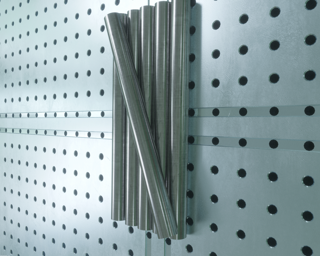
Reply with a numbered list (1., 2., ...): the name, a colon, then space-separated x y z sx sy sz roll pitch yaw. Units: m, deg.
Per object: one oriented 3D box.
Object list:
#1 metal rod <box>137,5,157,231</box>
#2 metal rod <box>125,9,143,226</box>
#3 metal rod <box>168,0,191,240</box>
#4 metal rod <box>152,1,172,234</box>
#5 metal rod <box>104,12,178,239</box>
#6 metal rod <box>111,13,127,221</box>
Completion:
1. metal rod: -0.017 -0.013 0.423 0.025 0.025 0.298 1 91 40
2. metal rod: -0.035 -0.014 0.439 0.025 0.025 0.298 1 91 40
3. metal rod: 0.024 -0.012 0.391 0.025 0.025 0.298 2 91 40
4. metal rod: 0.004 -0.013 0.408 0.025 0.025 0.298 1 91 40
5. metal rod: -0.028 -0.013 0.401 0.025 0.025 0.299 -24 75 37
6. metal rod: -0.058 -0.015 0.457 0.025 0.025 0.298 1 91 40
